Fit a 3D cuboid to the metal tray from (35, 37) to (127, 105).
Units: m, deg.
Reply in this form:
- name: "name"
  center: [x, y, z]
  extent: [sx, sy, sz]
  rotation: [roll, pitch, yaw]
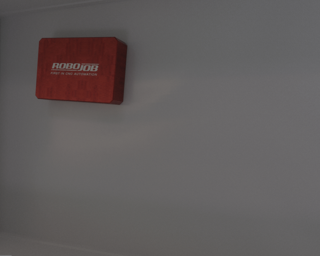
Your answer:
- name: "metal tray"
  center: [-0.116, -0.083, 0.449]
  extent: [0.130, 0.030, 0.090]
  rotation: [5, 92, 20]
